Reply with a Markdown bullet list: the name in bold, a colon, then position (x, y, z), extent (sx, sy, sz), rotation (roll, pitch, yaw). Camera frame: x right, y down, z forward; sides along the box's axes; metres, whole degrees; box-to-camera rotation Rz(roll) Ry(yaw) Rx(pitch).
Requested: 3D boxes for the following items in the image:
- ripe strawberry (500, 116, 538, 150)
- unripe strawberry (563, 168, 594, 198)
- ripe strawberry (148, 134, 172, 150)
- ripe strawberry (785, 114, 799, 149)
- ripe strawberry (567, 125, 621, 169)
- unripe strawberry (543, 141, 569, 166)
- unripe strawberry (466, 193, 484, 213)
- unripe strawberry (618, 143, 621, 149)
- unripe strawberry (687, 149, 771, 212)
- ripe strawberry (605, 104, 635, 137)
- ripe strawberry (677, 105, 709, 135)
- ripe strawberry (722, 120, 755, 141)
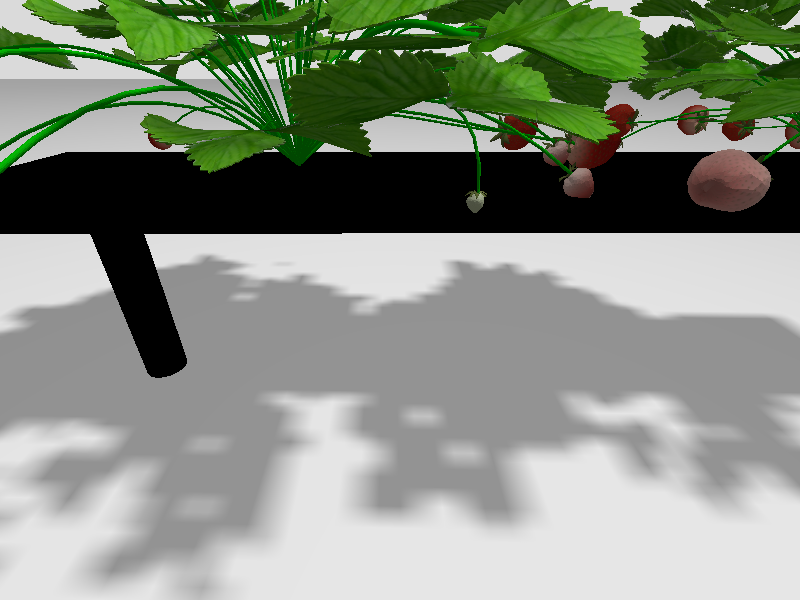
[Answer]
- **ripe strawberry**: position (0.117, -0.165, 0.390), extent (0.035, 0.037, 0.033), rotation (-9, 32, -17)
- **unripe strawberry**: position (0.114, -0.072, 0.252), extent (0.019, 0.019, 0.018), rotation (-48, -1, 39)
- **ripe strawberry**: position (-0.237, -0.162, 0.396), extent (0.024, 0.025, 0.022), rotation (1, 27, 29)
- **ripe strawberry**: position (0.414, -0.174, 0.405), extent (0.037, 0.039, 0.041), rotation (16, 33, 25)
- **ripe strawberry**: position (0.160, -0.130, 0.330), extent (0.042, 0.041, 0.039), rotation (0, 30, 0)
- **unripe strawberry**: position (0.129, -0.119, 0.329), extent (0.020, 0.019, 0.018), rotation (-27, 26, 16)
- **unripe strawberry**: position (0.043, -0.055, 0.225), extent (0.011, 0.011, 0.010), rotation (-27, 40, -38)
- **unripe strawberry**: position (0.212, -0.155, 0.398), extent (0.013, 0.013, 0.012), rotation (-21, 16, 36)
- **unripe strawberry**: position (0.181, -0.066, 0.223), extent (0.037, 0.032, 0.037), rotation (-19, 35, -29)
- **ripe strawberry**: position (0.254, -0.211, 0.472), extent (0.035, 0.037, 0.038), rotation (-19, 35, -29)
- **ripe strawberry**: position (0.358, -0.221, 0.492), extent (0.032, 0.034, 0.035), rotation (-1, 30, -2)
- **ripe strawberry**: position (0.382, -0.198, 0.454), extent (0.029, 0.031, 0.031), rotation (4, 30, 6)
